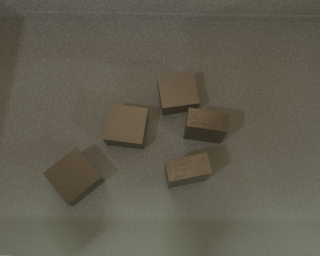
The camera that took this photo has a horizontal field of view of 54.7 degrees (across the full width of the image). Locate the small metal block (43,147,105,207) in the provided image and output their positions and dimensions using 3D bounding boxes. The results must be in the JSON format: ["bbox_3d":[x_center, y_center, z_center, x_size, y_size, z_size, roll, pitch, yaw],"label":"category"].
[{"bbox_3d":[-0.106,0.061,0.386,0.050,0.025,0.050,-40,75,-14],"label":"small metal block"}]

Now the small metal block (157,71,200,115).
[{"bbox_3d":[0.024,-0.048,0.428,0.050,0.025,0.050,-8,70,-3],"label":"small metal block"}]

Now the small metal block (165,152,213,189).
[{"bbox_3d":[0.033,0.053,0.378,0.050,0.050,0.025,-11,71,-4],"label":"small metal block"}]

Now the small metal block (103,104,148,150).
[{"bbox_3d":[-0.044,-0.002,0.410,0.050,0.025,0.050,7,70,2],"label":"small metal block"}]

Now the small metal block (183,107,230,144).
[{"bbox_3d":[0.058,-0.002,0.398,0.050,0.050,0.025,8,70,2],"label":"small metal block"}]
